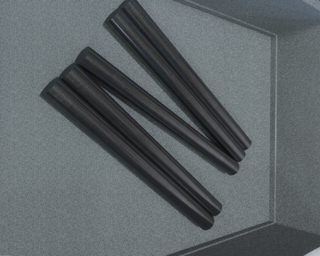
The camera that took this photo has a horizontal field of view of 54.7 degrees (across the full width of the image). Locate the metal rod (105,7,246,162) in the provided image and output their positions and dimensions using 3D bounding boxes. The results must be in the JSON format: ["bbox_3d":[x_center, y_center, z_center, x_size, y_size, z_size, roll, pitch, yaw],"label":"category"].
[{"bbox_3d":[0.038,-0.042,0.436,0.300,0.025,0.025,44,64,-31],"label":"metal rod"}]

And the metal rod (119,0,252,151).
[{"bbox_3d":[0.051,-0.061,0.447,0.300,0.025,0.025,44,64,-31],"label":"metal rod"}]

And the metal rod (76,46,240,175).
[{"bbox_3d":[0.017,-0.006,0.419,0.301,0.025,0.025,35,68,-34],"label":"metal rod"}]

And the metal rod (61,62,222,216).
[{"bbox_3d":[-0.006,0.032,0.400,0.300,0.025,0.025,45,63,-31],"label":"metal rod"}]

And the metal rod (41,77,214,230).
[{"bbox_3d":[-0.020,0.050,0.388,0.300,0.025,0.025,45,63,-31],"label":"metal rod"}]
